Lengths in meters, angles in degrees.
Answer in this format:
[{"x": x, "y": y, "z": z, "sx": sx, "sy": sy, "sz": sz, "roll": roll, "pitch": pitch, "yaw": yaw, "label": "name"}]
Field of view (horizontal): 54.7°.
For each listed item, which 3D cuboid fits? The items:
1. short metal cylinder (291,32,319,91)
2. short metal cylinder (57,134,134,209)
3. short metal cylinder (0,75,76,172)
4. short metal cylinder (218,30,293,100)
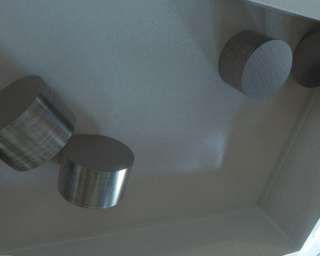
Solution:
[{"x": 0.240, "y": -0.093, "z": 0.450, "sx": 0.050, "sy": 0.080, "sz": 0.079, "roll": 7, "pitch": 115, "yaw": -32, "label": "short metal cylinder"}, {"x": -0.075, "y": 0.049, "z": 0.363, "sx": 0.081, "sy": 0.080, "sz": 0.050, "roll": 2, "pitch": 117, "yaw": -30, "label": "short metal cylinder"}, {"x": -0.130, "y": -0.005, "z": 0.299, "sx": 0.080, "sy": 0.080, "sz": 0.050, "roll": -37, "pitch": 130, "yaw": -4, "label": "short metal cylinder"}, {"x": 0.126, "y": -0.084, "z": 0.412, "sx": 0.081, "sy": 0.050, "sz": 0.079, "roll": -14, "pitch": 125, "yaw": -21, "label": "short metal cylinder"}]
